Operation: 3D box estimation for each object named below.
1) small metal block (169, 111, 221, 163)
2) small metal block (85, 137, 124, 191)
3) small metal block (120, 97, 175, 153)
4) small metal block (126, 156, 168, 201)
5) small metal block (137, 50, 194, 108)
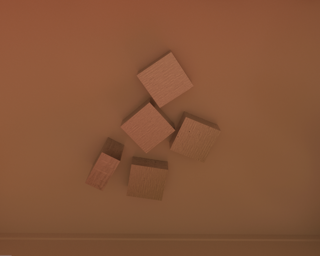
[{"bbox_3d":[0.046,0.012,0.417,0.050,0.025,0.050,22,108,-8],"label":"small metal block"},{"bbox_3d":[-0.073,0.047,0.414,0.025,0.050,0.050,28,108,-10],"label":"small metal block"},{"bbox_3d":[-0.016,-0.003,0.410,0.050,0.025,0.050,-39,106,13],"label":"small metal block"},{"bbox_3d":[-0.018,0.071,0.437,0.050,0.025,0.050,9,110,-4],"label":"small metal block"},{"bbox_3d":[0.007,-0.062,0.389,0.050,0.025,0.050,-33,107,11],"label":"small metal block"}]
